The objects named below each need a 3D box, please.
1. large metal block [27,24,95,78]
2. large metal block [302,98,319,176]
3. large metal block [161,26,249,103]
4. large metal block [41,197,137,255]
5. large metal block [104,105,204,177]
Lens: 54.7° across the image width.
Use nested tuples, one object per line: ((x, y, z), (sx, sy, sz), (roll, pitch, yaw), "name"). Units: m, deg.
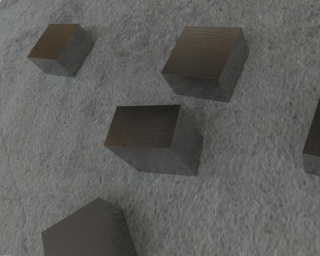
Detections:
((-0.180, -0.143, 0.568), (0.080, 0.050, 0.080), (12, 68, 33), "large metal block")
((0.186, 0.008, 0.285), (0.080, 0.050, 0.080), (14, 69, 33), "large metal block")
((0.061, -0.085, 0.407), (0.080, 0.050, 0.080), (14, 69, 33), "large metal block")
((-0.076, 0.137, 0.342), (0.080, 0.050, 0.080), (-32, 52, 7), "large metal block")
((-0.003, 0.016, 0.359), (0.080, 0.080, 0.050), (0, 62, 28), "large metal block")
